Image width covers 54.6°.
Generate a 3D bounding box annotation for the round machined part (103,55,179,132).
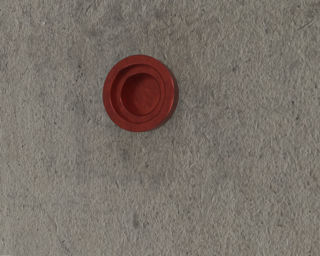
[{"bbox_3d":[-0.022,-0.044,0.408,0.098,0.042,0.097,0,90,20],"label":"round machined part"}]
